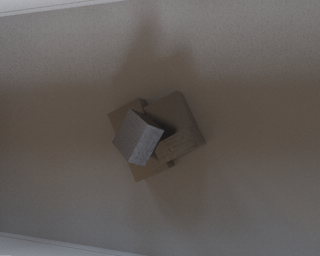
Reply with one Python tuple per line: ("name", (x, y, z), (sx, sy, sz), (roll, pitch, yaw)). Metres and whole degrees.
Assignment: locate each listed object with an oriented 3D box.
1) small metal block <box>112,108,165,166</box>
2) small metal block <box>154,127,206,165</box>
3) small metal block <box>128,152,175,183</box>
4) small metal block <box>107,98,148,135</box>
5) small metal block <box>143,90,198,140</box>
("small metal block", (-0.028, 0.011, 0.378), (0.050, 0.025, 0.050), (40, 105, 50))
("small metal block", (0.025, 0.021, 0.386), (0.050, 0.050, 0.025), (-29, 81, 16))
("small metal block", (-0.016, 0.039, 0.414), (0.050, 0.025, 0.050), (-26, 82, 17))
("small metal block", (-0.036, -0.007, 0.421), (0.050, 0.025, 0.050), (-26, 82, 17))
("small metal block", (0.014, -0.014, 0.403), (0.050, 0.025, 0.050), (-26, 82, 17))
